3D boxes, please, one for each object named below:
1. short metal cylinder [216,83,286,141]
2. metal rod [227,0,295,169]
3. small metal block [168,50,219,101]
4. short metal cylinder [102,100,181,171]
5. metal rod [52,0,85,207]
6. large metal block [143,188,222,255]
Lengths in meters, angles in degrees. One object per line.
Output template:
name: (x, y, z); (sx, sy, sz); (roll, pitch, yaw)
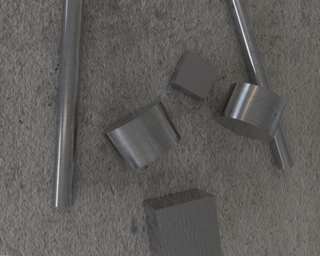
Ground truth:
short metal cylinder: (0.124, -0.021, 0.426); (0.080, 0.080, 0.050); (27, 81, -18)
metal rod: (0.147, -0.081, 0.463); (0.025, 0.025, 0.298); (-22, 97, -19)
small metal block: (0.046, -0.071, 0.426); (0.050, 0.025, 0.050); (26, 81, -18)
short metal cylinder: (-0.022, 0.008, 0.372); (0.080, 0.080, 0.050); (-33, 101, -17)
metal rod: (-0.108, -0.058, 0.369); (0.025, 0.025, 0.298); (3, 89, -20)
large metal block: (0.029, 0.131, 0.407); (0.081, 0.050, 0.080); (-9, 93, -20)
